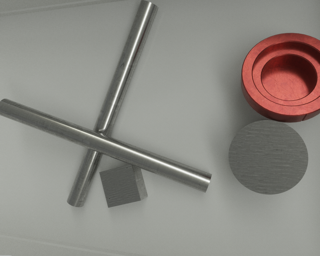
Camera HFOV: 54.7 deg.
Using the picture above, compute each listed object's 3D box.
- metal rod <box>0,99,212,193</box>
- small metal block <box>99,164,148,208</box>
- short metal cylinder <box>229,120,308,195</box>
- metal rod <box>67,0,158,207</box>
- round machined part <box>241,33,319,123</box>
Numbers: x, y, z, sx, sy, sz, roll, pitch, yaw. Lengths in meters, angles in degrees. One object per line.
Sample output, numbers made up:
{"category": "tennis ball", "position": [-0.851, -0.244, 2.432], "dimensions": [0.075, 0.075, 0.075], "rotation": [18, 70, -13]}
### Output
{"category": "metal rod", "position": [-0.079, 0.020, 0.411], "dimensions": [0.301, 0.025, 0.025], "rotation": [19, 97, 9]}
{"category": "small metal block", "position": [-0.050, 0.078, 0.427], "dimensions": [0.050, 0.025, 0.050], "rotation": [-17, 85, 19]}
{"category": "short metal cylinder", "position": [0.122, 0.031, 0.353], "dimensions": [0.080, 0.050, 0.079], "rotation": [1, 92, 20]}
{"category": "metal rod", "position": [-0.069, -0.028, 0.433], "dimensions": [0.025, 0.025, 0.298], "rotation": [24, 98, 18]}
{"category": "round machined part", "position": [0.140, -0.051, 0.342], "dimensions": [0.098, 0.042, 0.098], "rotation": [-4, 71, 11]}
